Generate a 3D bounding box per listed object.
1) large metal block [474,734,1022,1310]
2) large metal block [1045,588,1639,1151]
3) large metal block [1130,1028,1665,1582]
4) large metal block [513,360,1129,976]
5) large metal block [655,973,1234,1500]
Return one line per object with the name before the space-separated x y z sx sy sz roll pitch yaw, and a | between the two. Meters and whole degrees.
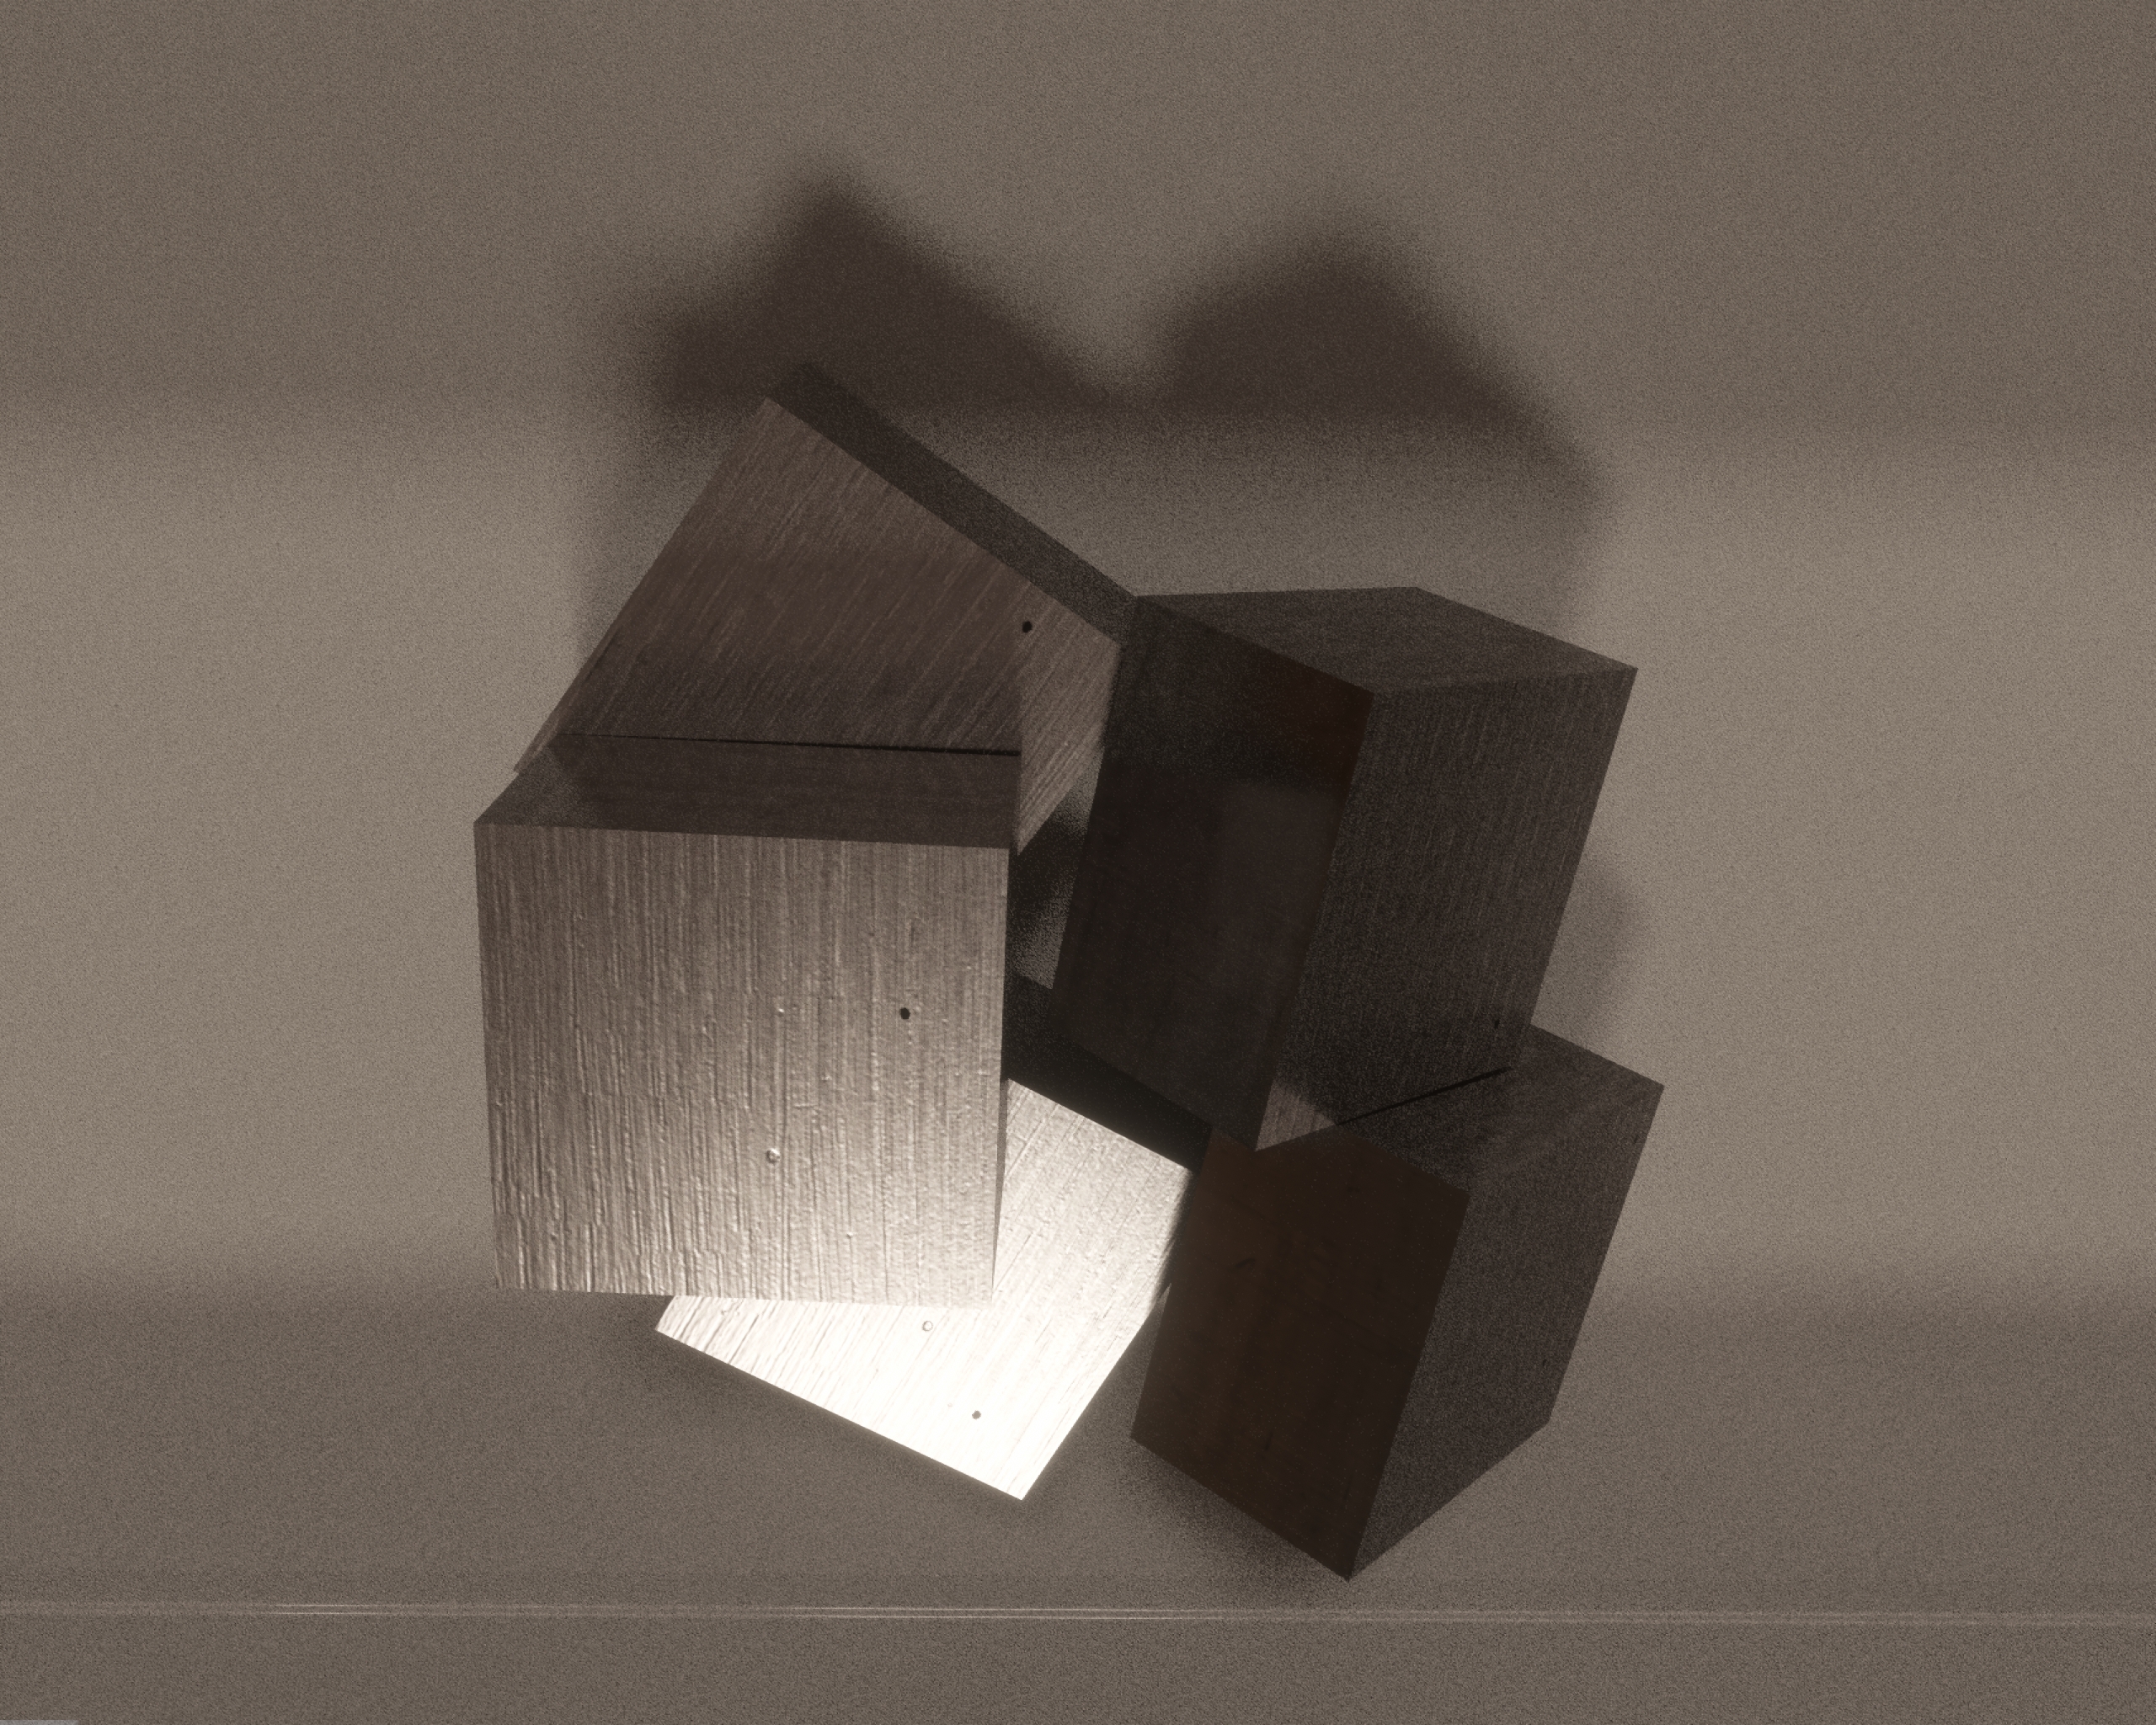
large metal block | -0.052 0.025 0.350 0.081 0.050 0.079 3 109 0
large metal block | 0.047 -0.003 0.373 0.081 0.050 0.079 -9 119 -46
large metal block | 0.062 0.077 0.402 0.050 0.081 0.079 26 113 32
large metal block | -0.042 -0.033 0.384 0.080 0.050 0.080 34 106 -12
large metal block | -0.026 0.067 0.418 0.080 0.050 0.080 28 107 -11
